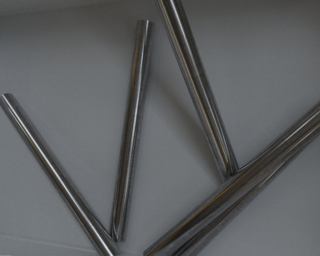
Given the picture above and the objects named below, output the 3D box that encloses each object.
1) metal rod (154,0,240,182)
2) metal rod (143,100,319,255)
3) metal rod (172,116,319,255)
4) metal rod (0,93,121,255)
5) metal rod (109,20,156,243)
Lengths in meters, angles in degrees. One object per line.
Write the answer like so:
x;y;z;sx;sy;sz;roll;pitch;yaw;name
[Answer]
0.033;-0.067;0.332;0.025;0.025;0.299;-16;110;19;metal rod
0.089;0.066;0.354;0.299;0.025;0.025;-45;76;17;metal rod
0.119;0.059;0.368;0.025;0.025;0.299;44;103;14;metal rod
-0.154;0.061;0.449;0.025;0.025;0.300;-46;71;14;metal rod
-0.039;0.006;0.423;0.025;0.025;0.298;9;93;19;metal rod
